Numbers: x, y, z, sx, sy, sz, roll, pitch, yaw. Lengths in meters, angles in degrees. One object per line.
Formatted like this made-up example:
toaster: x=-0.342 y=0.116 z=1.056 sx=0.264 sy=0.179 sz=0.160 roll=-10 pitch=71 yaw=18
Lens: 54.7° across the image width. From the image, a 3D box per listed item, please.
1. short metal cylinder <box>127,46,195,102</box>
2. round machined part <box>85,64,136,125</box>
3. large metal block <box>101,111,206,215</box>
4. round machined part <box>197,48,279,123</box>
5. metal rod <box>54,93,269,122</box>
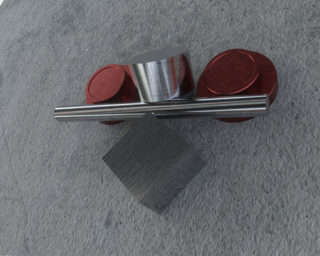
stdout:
short metal cylinder: x=0.003 y=-0.072 z=0.408 sx=0.080 sy=0.050 sz=0.080 roll=-11 pitch=23 yaw=5
round machined part: x=-0.072 y=-0.057 z=0.466 sx=0.098 sy=0.042 sz=0.098 roll=-13 pitch=56 yaw=21
large metal block: x=-0.008 y=0.039 z=0.366 sx=0.080 sy=0.050 sz=0.080 roll=-46 pitch=51 yaw=-4
round machined part: x=0.092 y=-0.058 z=0.382 sx=0.098 sy=0.042 sz=0.098 roll=-13 pitch=56 yaw=21
metal rod: x=-0.018 y=-0.023 z=0.401 sx=0.300 sy=0.025 sz=0.025 roll=-1 pitch=61 yaw=27
